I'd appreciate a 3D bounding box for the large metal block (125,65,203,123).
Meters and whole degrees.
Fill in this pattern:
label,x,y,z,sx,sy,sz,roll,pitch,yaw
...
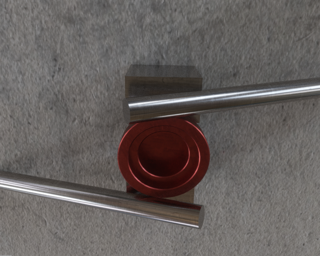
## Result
label,x,y,z,sx,sy,sz,roll,pitch,yaw
large metal block,0.003,-0.043,0.366,0.081,0.080,0.050,1,110,-1

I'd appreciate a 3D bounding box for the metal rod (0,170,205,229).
label,x,y,z,sx,sy,sz,roll,pitch,yaw
metal rod,-0.095,0.082,0.381,0.301,0.025,0.025,5,112,22

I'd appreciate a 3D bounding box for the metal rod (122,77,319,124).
label,x,y,z,sx,sy,sz,roll,pitch,yaw
metal rod,0.108,-0.036,0.342,0.303,0.025,0.025,-8,112,-21

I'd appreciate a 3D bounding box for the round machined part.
label,x,y,z,sx,sy,sz,roll,pitch,yaw
round machined part,0.004,0.026,0.349,0.099,0.042,0.097,0,110,-1

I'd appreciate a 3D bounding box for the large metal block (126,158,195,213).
label,x,y,z,sx,sy,sz,roll,pitch,yaw
large metal block,0.000,0.069,0.407,0.081,0.080,0.050,1,110,-1
